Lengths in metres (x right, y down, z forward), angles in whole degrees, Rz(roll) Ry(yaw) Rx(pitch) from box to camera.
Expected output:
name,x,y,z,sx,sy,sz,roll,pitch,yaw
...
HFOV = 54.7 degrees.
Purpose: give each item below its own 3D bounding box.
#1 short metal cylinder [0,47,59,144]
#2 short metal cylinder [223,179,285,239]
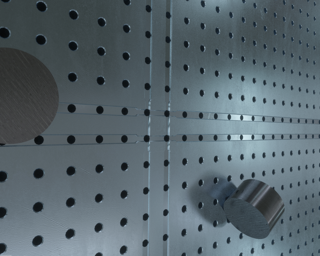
name,x,y,z,sx,sy,sz,roll,pitch,yaw
short metal cylinder,-0.139,-0.027,0.276,0.081,0.050,0.079,0,90,-40
short metal cylinder,0.151,0.130,0.500,0.050,0.080,0.080,-37,113,-34
